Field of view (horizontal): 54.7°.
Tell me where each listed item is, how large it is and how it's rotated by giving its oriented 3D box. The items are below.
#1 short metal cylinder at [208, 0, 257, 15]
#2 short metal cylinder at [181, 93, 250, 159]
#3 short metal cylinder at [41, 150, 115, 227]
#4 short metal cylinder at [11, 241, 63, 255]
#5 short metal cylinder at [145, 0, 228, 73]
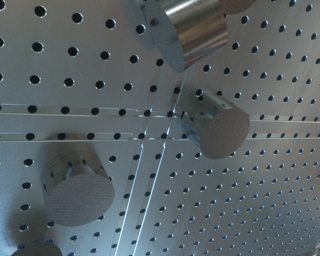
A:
[{"bbox_3d":[0.067,-0.166,0.329,0.081,0.050,0.079,-14,124,-21],"label":"short metal cylinder"},{"bbox_3d":[0.078,-0.003,0.435,0.081,0.050,0.079,-14,124,-21],"label":"short metal cylinder"},{"bbox_3d":[-0.103,0.074,0.385,0.081,0.050,0.079,-14,124,-21],"label":"short metal cylinder"},{"bbox_3d":[-0.163,0.200,0.410,0.081,0.080,0.050,-18,126,-18],"label":"short metal cylinder"},{"bbox_3d":[0.026,-0.105,0.324,0.050,0.080,0.080,-29,128,-10],"label":"short metal cylinder"}]
